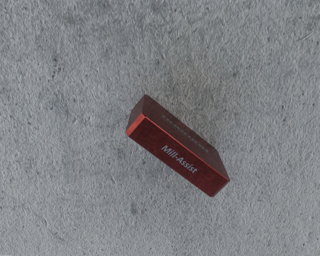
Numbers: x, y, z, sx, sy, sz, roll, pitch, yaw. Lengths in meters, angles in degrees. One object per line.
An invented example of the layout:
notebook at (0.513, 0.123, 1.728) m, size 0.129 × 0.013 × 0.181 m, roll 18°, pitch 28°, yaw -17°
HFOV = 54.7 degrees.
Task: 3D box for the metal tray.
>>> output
metal tray at (0.022, 0.019, 0.384) m, size 0.130 × 0.090 × 0.030 m, roll 38°, pitch 106°, yaw -13°
